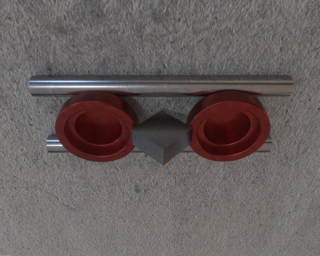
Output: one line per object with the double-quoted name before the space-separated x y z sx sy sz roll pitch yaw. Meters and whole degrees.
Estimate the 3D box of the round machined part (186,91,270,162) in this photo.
"round machined part" 0.082 -0.006 0.386 0.099 0.042 0.097 0 130 0

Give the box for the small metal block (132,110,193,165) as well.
"small metal block" 0.003 0.010 0.366 0.050 0.050 0.025 31 138 32

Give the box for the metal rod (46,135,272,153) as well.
"metal rod" 0.000 0.022 0.427 0.302 0.025 0.025 0 130 -1

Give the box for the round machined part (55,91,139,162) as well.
"round machined part" -0.075 -0.006 0.386 0.099 0.042 0.097 0 130 0

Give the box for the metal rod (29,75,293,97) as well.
"metal rod" 0.002 -0.050 0.366 0.302 0.025 0.025 0 130 -1
